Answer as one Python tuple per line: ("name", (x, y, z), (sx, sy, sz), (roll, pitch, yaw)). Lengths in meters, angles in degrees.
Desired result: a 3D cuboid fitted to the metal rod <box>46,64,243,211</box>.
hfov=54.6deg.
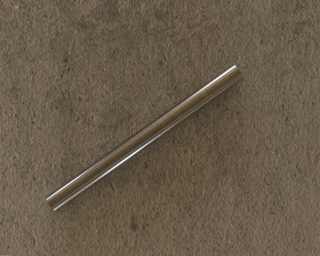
("metal rod", (-0.020, 0.013, 0.411), (0.301, 0.025, 0.025), (-35, 90, 0))
